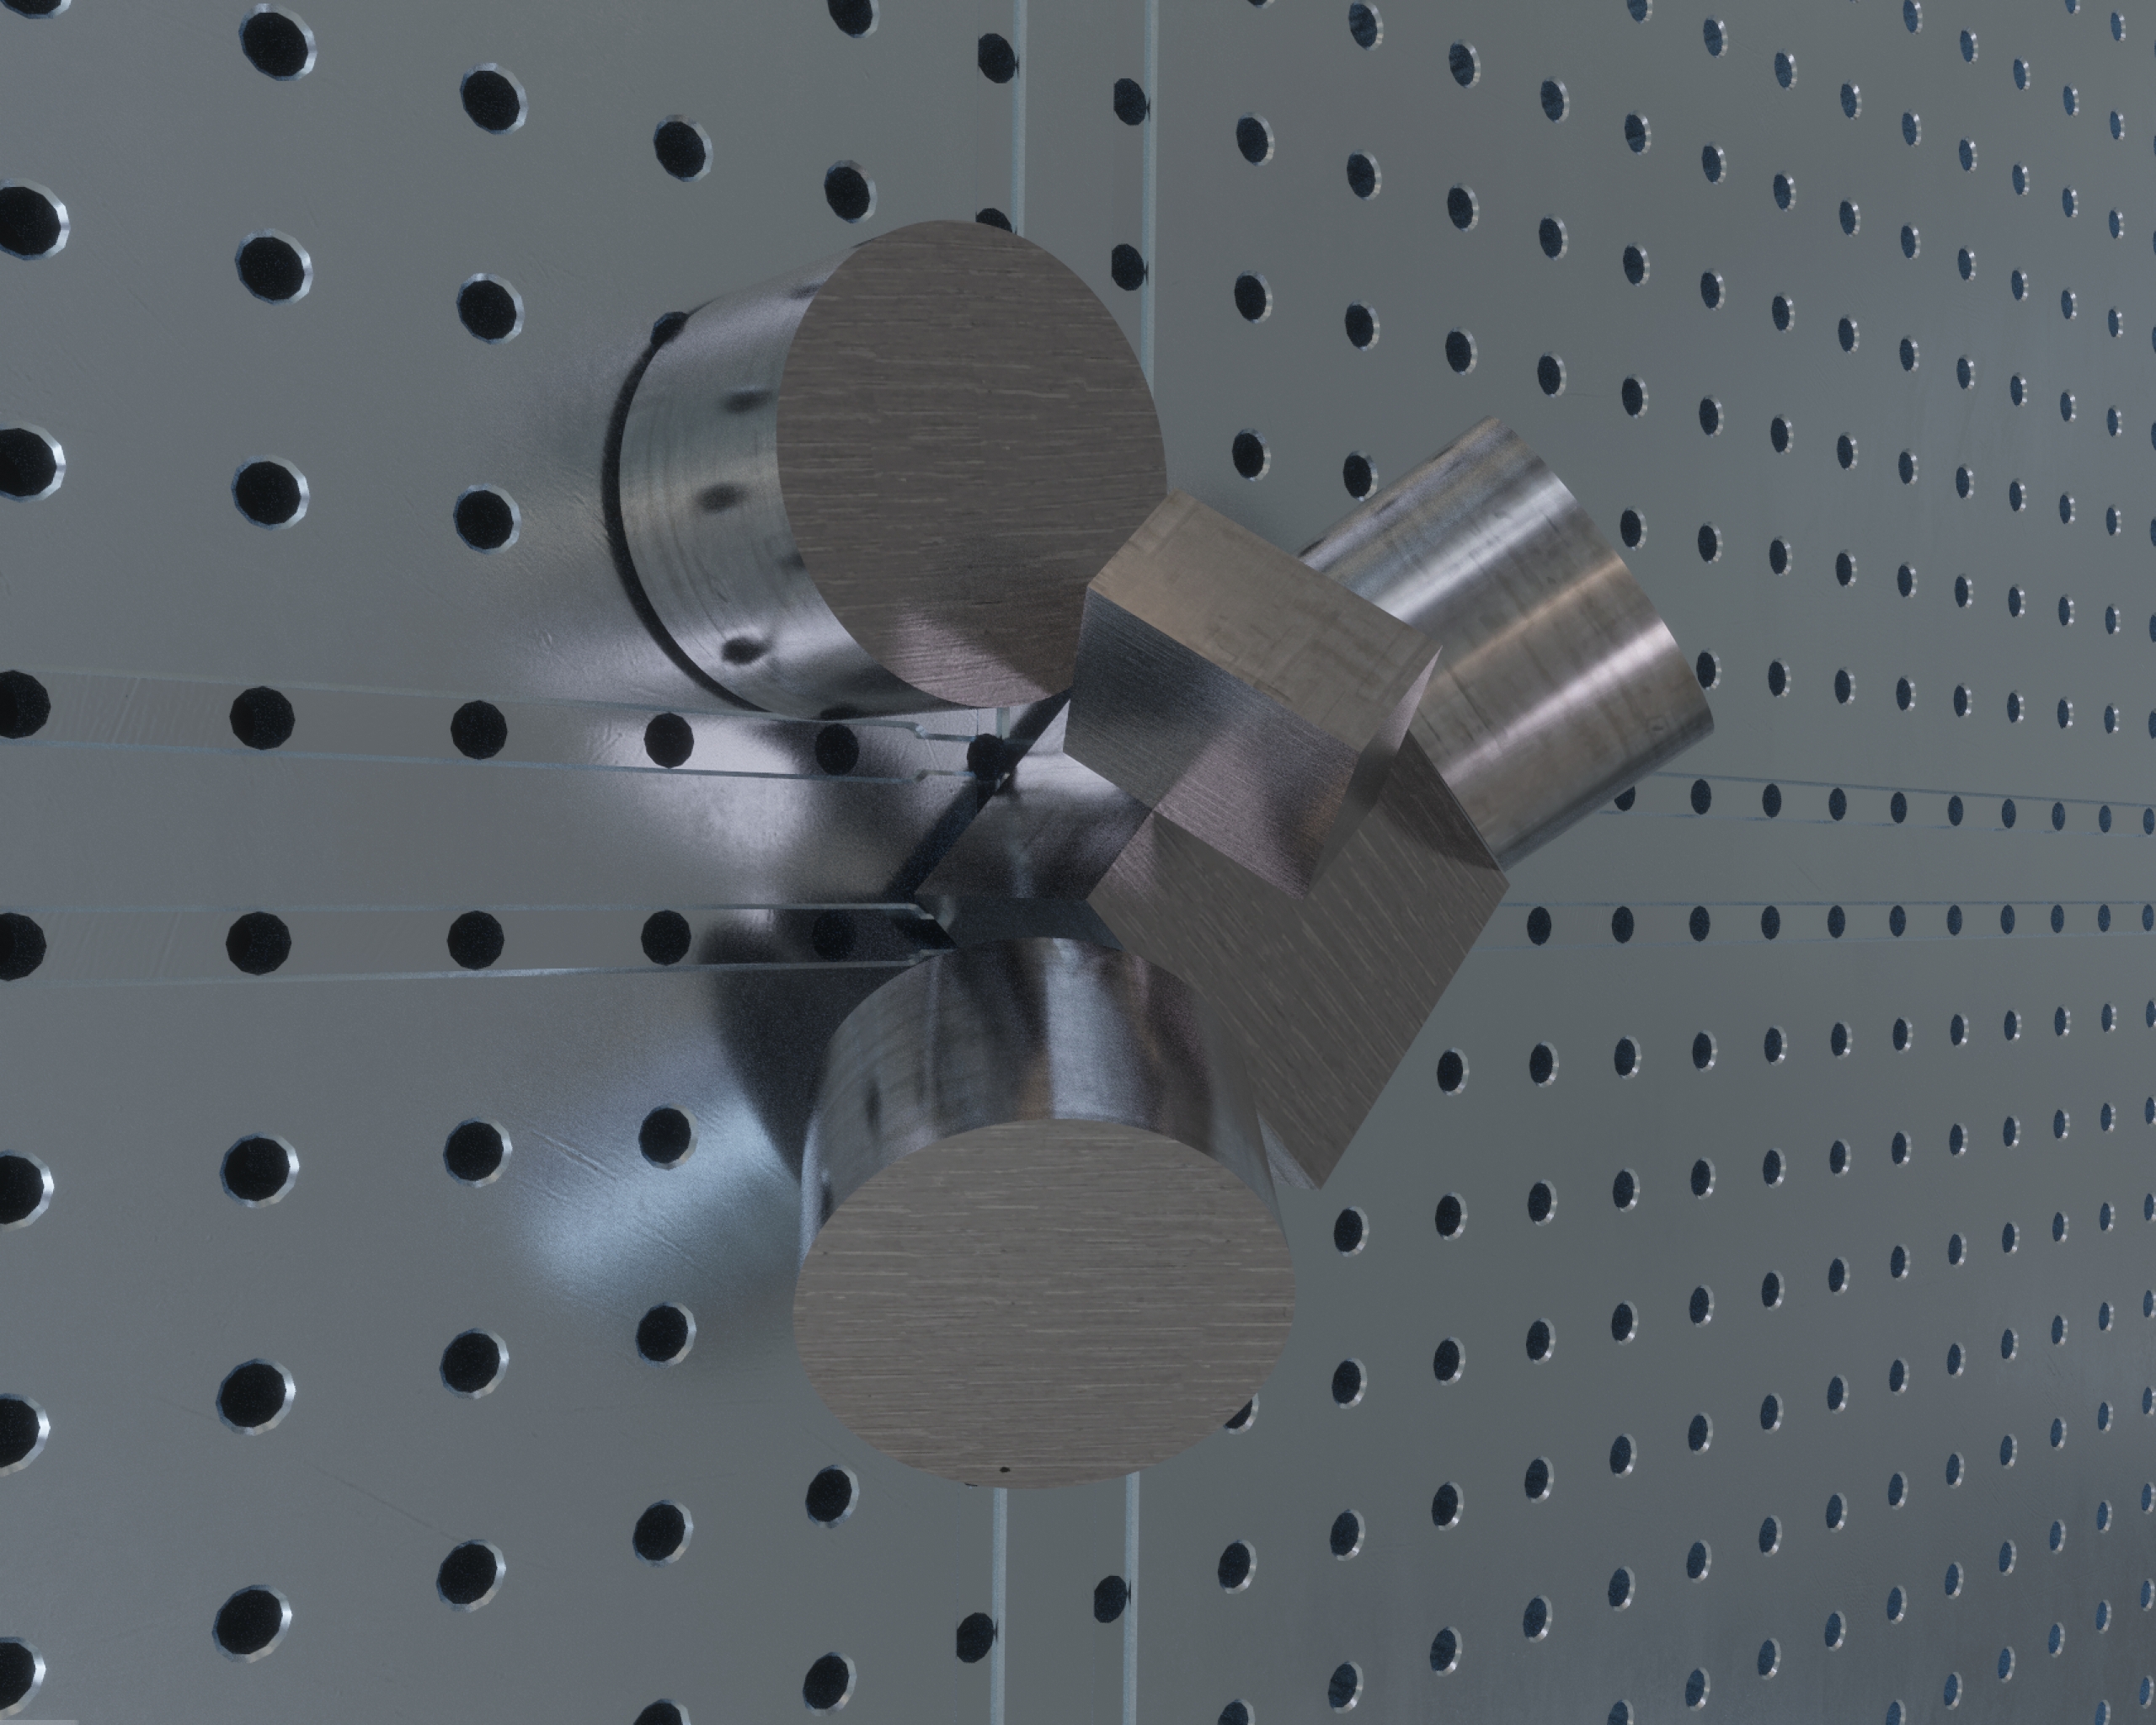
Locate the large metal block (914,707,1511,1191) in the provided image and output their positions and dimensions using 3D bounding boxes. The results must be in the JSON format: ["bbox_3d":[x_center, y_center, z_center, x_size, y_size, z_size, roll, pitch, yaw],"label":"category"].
[{"bbox_3d":[0.029,0.005,0.410,0.080,0.050,0.080,52,60,-28],"label":"large metal block"}]

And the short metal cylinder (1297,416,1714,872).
[{"bbox_3d":[0.086,-0.045,0.432,0.050,0.080,0.080,-35,118,8],"label":"short metal cylinder"}]

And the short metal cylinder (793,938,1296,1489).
[{"bbox_3d":[-0.007,0.060,0.356,0.081,0.050,0.079,-2,121,-4],"label":"short metal cylinder"}]

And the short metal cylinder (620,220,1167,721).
[{"bbox_3d":[-0.031,-0.066,0.363,0.081,0.050,0.079,0,90,-40],"label":"short metal cylinder"}]

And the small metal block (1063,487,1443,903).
[{"bbox_3d":[0.027,-0.027,0.347,0.050,0.050,0.025,33,64,12],"label":"small metal block"}]
